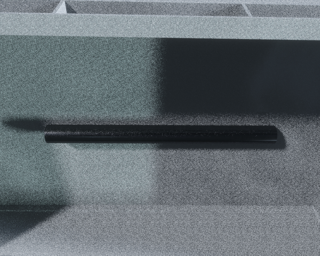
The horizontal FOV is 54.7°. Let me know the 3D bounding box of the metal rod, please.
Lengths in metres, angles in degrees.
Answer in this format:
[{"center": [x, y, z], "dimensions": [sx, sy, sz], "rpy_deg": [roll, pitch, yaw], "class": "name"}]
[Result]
[{"center": [0.002, 0.008, 0.414], "dimensions": [0.302, 0.025, 0.025], "rpy_deg": [0, 130, -1], "class": "metal rod"}]
